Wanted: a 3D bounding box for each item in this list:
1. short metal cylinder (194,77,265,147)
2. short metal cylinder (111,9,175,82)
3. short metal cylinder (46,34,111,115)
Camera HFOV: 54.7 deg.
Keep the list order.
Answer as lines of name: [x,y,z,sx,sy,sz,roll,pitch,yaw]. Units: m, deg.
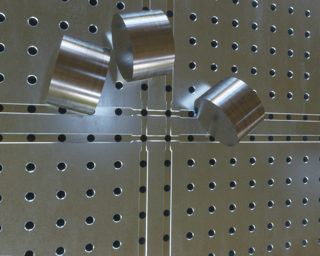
short metal cylinder: [0.092,-0.022,0.417,0.050,0.080,0.080,-38,102,-16]
short metal cylinder: [-0.022,-0.099,0.375,0.050,0.080,0.080,-15,95,-20]
short metal cylinder: [-0.093,-0.059,0.349,0.050,0.080,0.080,15,85,-20]
